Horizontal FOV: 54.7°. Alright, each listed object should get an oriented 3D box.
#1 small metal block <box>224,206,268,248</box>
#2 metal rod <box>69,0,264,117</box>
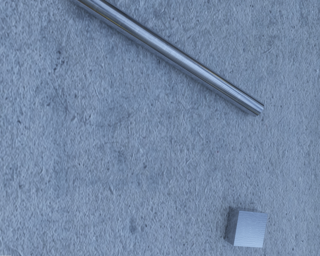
[{"bbox_3d":[0.127,0.146,0.458,0.050,0.025,0.050,12,86,-20],"label":"small metal block"},{"bbox_3d":[0.021,-0.096,0.417,0.301,0.025,0.025,29,81,-18],"label":"metal rod"}]
